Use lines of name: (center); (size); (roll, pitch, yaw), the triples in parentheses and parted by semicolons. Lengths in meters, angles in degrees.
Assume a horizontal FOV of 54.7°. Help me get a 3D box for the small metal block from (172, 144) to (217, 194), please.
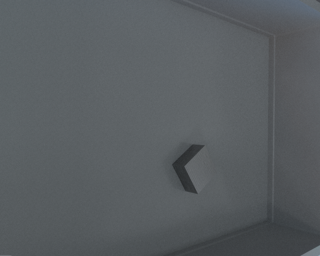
small metal block: (0.052, 0.059, 0.453); (0.050, 0.025, 0.050); (-40, 115, -33)
